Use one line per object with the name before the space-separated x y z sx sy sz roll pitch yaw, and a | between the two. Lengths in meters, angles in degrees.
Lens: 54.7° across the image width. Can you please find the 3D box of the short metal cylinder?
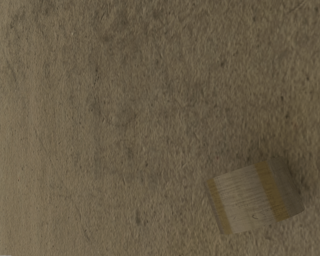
short metal cylinder | 0.087 0.064 0.296 0.080 0.081 0.050 -28 72 36
